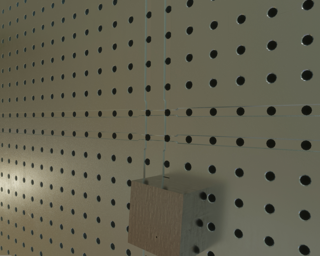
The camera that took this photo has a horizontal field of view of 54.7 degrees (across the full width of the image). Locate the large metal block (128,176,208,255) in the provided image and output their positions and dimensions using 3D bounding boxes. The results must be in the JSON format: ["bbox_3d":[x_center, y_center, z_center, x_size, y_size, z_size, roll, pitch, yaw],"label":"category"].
[{"bbox_3d":[0.009,0.109,0.384,0.080,0.050,0.079,6,94,39],"label":"large metal block"}]
